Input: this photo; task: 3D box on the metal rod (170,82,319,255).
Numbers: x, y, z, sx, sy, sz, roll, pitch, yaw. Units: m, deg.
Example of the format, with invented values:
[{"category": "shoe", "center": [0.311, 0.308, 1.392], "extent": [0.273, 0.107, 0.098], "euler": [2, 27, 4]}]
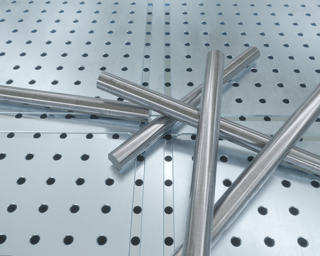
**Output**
[{"category": "metal rod", "center": [0.117, 0.039, 0.342], "extent": [0.025, 0.025, 0.301], "euler": [37, 69, 26]}]

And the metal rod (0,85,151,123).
[{"category": "metal rod", "center": [-0.162, -0.040, 0.438], "extent": [0.302, 0.025, 0.025], "euler": [8, 51, 6]}]

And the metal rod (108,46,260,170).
[{"category": "metal rod", "center": [0.051, -0.042, 0.443], "extent": [0.025, 0.025, 0.302], "euler": [37, 59, 26]}]

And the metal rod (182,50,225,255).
[{"category": "metal rod", "center": [0.050, 0.025, 0.335], "extent": [0.025, 0.025, 0.300], "euler": [8, 56, 6]}]

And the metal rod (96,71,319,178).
[{"category": "metal rod", "center": [0.061, -0.007, 0.389], "extent": [0.301, 0.025, 0.025], "euler": [22, 53, 8]}]
